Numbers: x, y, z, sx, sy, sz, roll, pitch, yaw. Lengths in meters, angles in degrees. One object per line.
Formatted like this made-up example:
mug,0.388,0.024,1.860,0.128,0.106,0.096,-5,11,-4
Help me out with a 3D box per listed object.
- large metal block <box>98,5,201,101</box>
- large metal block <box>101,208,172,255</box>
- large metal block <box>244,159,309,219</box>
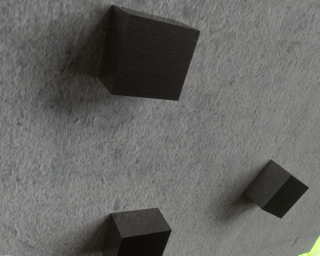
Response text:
large metal block,-0.014,-0.079,0.335,0.081,0.050,0.079,2,117,-30
large metal block,-0.038,0.175,0.480,0.081,0.050,0.079,2,118,-30
large metal block,0.221,0.117,0.587,0.080,0.050,0.080,30,101,-38
